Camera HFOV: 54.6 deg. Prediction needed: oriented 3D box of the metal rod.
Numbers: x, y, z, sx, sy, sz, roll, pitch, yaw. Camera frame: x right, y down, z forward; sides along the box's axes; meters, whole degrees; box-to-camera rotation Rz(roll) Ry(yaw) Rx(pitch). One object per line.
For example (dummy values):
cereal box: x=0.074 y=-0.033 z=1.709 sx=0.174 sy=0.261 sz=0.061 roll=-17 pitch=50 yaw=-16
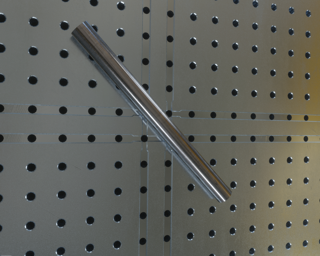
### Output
metal rod: x=-0.003 y=-0.012 z=0.412 sx=0.025 sy=0.025 sz=0.300 roll=-45 pitch=104 yaw=-14
